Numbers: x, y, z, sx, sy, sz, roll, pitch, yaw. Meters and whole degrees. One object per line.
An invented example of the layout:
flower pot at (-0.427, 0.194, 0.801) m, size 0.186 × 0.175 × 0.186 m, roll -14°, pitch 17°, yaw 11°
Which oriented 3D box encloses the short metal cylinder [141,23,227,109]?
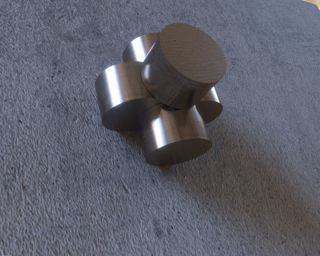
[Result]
short metal cylinder at (0.025, -0.068, 0.343) m, size 0.081 × 0.050 × 0.080 m, roll 14°, pitch 56°, yaw -21°

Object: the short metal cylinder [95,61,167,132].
short metal cylinder at (-0.034, -0.036, 0.375) m, size 0.081 × 0.080 × 0.050 m, roll -1°, pitch 63°, yaw -29°

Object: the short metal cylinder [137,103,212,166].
short metal cylinder at (0.017, 0.008, 0.376) m, size 0.081 × 0.080 × 0.050 m, roll 0°, pitch 62°, yaw -29°

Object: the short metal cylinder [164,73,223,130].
short metal cylinder at (0.037, -0.036, 0.414) m, size 0.081 × 0.080 × 0.050 m, roll 0°, pitch 62°, yaw -29°

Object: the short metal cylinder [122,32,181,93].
short metal cylinder at (-0.006, -0.082, 0.418) m, size 0.081 × 0.080 × 0.050 m, roll -2°, pitch 63°, yaw -30°
